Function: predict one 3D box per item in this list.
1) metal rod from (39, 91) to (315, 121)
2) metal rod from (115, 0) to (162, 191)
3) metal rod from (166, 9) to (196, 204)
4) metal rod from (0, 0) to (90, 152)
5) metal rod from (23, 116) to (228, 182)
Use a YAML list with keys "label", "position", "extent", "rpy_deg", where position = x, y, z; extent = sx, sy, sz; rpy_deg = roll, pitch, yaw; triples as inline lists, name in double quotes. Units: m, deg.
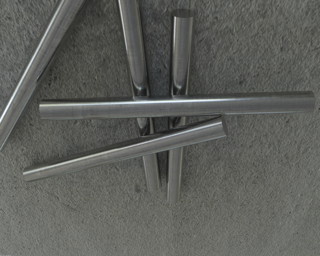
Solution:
- label: "metal rod"
  position: [0.018, -0.025, 0.351]
  extent: [0.302, 0.025, 0.025]
  rpy_deg: [-2, 130, 1]
- label: "metal rod"
  position: [-0.021, -0.025, 0.385]
  extent: [0.025, 0.025, 0.298]
  rpy_deg: [-3, 130, 3]
- label: "metal rod"
  position: [0.022, -0.001, 0.406]
  extent: [0.025, 0.025, 0.298]
  rpy_deg: [0, 130, 0]
- label: "metal rod"
  position: [-0.137, -0.068, 0.347]
  extent: [0.025, 0.025, 0.299]
  rpy_deg: [29, 124, -23]
- label: "metal rod"
  position: [-0.061, 0.033, 0.408]
  extent: [0.300, 0.025, 0.025]
  rpy_deg: [-15, 129, 22]
